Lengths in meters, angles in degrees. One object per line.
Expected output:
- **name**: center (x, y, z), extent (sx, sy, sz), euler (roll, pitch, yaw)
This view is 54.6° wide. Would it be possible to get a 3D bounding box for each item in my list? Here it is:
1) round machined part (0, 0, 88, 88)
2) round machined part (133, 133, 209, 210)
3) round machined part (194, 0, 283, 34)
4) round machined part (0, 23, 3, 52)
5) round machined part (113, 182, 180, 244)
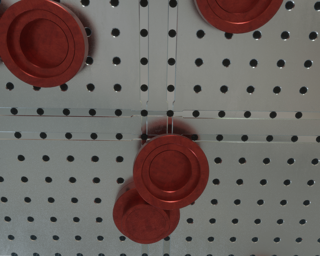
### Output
- **round machined part**: center (-0.134, -0.100, 0.366), extent (0.099, 0.042, 0.097), euler (0, 110, 0)
- **round machined part**: center (0.013, 0.055, 0.416), extent (0.099, 0.042, 0.097), euler (-1, 95, -6)
- **round machined part**: center (0.086, -0.158, 0.347), extent (0.099, 0.042, 0.097), euler (0, 110, 0)
- **round machined part**: center (-0.233, -0.113, 0.361), extent (0.099, 0.042, 0.097), euler (0, 110, 0)
- **round machined part**: center (-0.020, 0.128, 0.451), extent (0.099, 0.042, 0.097), euler (0, 110, 0)
